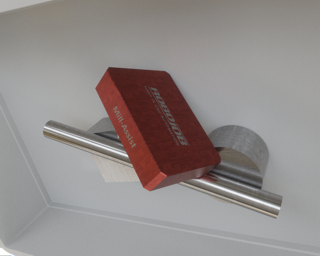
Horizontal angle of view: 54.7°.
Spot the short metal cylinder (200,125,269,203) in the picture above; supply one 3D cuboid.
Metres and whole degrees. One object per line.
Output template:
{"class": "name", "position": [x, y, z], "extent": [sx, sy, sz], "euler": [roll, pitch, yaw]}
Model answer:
{"class": "short metal cylinder", "position": [0.085, 0.044, 0.372], "extent": [0.080, 0.050, 0.079], "euler": [13, 124, 20]}

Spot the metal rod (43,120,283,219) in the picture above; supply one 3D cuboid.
{"class": "metal rod", "position": [-0.012, 0.043, 0.372], "extent": [0.301, 0.025, 0.025], "euler": [17, 125, 18]}

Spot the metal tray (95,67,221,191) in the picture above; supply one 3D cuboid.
{"class": "metal tray", "position": [-0.002, -0.005, 0.329], "extent": [0.030, 0.091, 0.130], "euler": [-47, 61, 38]}

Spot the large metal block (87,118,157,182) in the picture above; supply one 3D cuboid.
{"class": "large metal block", "position": [-0.048, 0.027, 0.432], "extent": [0.080, 0.050, 0.080], "euler": [-8, 115, 31]}

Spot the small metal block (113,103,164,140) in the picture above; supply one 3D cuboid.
{"class": "small metal block", "position": [-0.027, -0.016, 0.366], "extent": [0.050, 0.025, 0.050], "euler": [-15, 77, 5]}
